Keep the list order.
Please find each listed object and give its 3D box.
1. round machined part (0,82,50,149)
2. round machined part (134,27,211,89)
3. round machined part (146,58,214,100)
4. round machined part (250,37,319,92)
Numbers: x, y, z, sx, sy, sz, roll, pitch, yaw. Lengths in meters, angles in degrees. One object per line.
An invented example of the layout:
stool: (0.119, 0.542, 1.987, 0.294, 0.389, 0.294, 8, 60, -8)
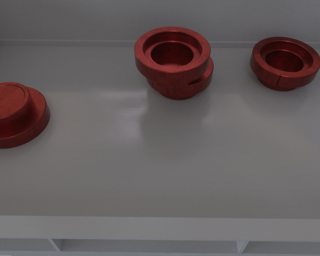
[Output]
round machined part: (-0.203, -0.024, 0.413, 0.099, 0.042, 0.098, 0, 50, 0)
round machined part: (0.016, -0.091, 0.416, 0.099, 0.042, 0.098, 0, 50, 0)
round machined part: (0.028, -0.079, 0.461, 0.099, 0.042, 0.098, 0, 50, 0)
round machined part: (0.187, -0.094, 0.474, 0.099, 0.042, 0.098, 0, 50, 0)
